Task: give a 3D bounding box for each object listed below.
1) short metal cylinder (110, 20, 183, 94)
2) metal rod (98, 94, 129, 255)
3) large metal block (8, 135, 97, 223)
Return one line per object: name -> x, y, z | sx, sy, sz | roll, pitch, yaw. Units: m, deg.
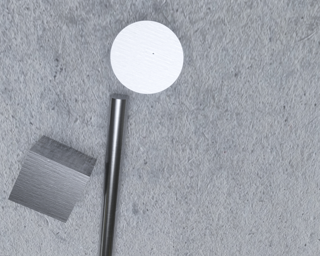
short metal cylinder -> -0.014, -0.085, 0.365 | 0.081, 0.050, 0.079 | 0, 110, 0
metal rod -> -0.070, 0.099, 0.445 | 0.025, 0.025, 0.298 | 7, 110, -3
large metal block -> -0.143, 0.069, 0.420 | 0.080, 0.050, 0.080 | 27, 108, -10
